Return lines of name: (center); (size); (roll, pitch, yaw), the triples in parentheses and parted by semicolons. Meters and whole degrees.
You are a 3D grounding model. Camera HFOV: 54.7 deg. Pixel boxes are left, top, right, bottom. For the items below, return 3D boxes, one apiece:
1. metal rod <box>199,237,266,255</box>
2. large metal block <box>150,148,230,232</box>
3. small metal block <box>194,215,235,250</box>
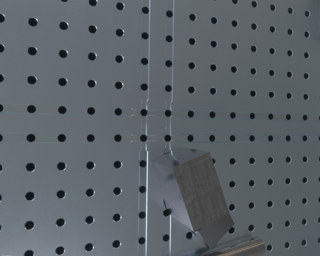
metal rod: (0.011, 0.200, 0.417); (0.303, 0.025, 0.025); (-9, 93, -20)
large metal block: (0.035, 0.073, 0.397); (0.050, 0.080, 0.080); (-21, 97, -19)
small metal block: (0.071, 0.131, 0.430); (0.050, 0.025, 0.050); (-41, 127, -15)
